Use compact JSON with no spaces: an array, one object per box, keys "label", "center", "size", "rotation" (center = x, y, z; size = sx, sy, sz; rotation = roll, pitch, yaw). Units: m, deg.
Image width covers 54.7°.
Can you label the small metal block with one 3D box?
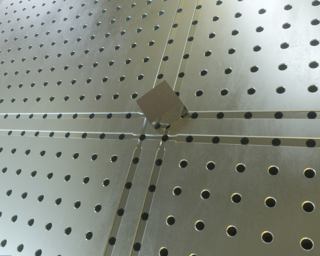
[{"label":"small metal block","center":[0.002,-0.030,0.424],"size":[0.050,0.025,0.050],"rotation":[-36,51,4]}]
